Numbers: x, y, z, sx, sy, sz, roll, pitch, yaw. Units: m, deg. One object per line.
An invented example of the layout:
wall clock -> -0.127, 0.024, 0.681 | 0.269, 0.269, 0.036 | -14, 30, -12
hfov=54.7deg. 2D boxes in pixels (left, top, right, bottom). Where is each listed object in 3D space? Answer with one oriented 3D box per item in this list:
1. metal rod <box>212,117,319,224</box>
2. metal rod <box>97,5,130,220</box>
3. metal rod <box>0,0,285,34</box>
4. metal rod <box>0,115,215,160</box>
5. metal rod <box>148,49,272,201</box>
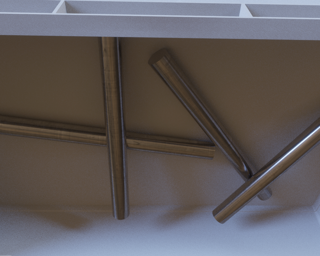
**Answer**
metal rod -> 0.179, 0.035, 0.418 | 0.025, 0.025, 0.299 | 29, 117, -23
metal rod -> -0.054, 0.001, 0.381 | 0.025, 0.025, 0.298 | 1, 122, -1
metal rod -> -0.031, -0.106, 0.287 | 0.302, 0.025, 0.025 | -5, 131, -8
metal rod -> -0.075, 0.013, 0.419 | 0.302, 0.025, 0.025 | 7, 130, -7
metal rod -> 0.083, 0.014, 0.422 | 0.025, 0.025, 0.300 | -29, 125, 22
